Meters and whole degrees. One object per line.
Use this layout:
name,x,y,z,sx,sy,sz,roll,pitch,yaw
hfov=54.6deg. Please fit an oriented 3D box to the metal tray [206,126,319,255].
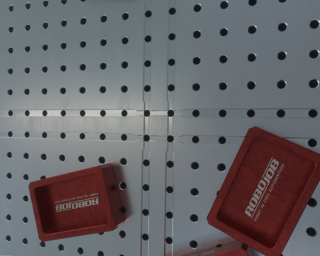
metal tray,0.123,0.073,0.366,0.090,0.030,0.129,26,98,18

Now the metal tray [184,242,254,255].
metal tray,0.063,0.204,0.387,0.130,0.030,0.090,-23,82,18

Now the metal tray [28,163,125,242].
metal tray,-0.124,0.110,0.454,0.130,0.030,0.090,-15,85,19
